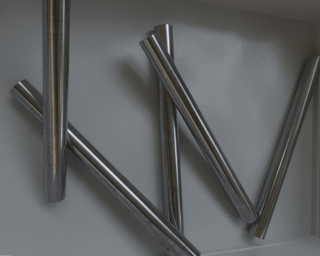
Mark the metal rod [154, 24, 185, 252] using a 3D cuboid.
[{"bbox_3d":[0.013,0.014,0.416,0.025,0.025,0.298,-4,91,-20],"label":"metal rod"}]

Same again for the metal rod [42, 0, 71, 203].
[{"bbox_3d":[-0.104,-0.054,0.308,0.025,0.025,0.298,0,115,-20],"label":"metal rod"}]

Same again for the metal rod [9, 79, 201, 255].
[{"bbox_3d":[-0.059,0.060,0.374,0.300,0.025,0.025,47,75,-9],"label":"metal rod"}]

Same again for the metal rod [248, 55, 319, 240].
[{"bbox_3d":[0.199,0.025,0.486,0.025,0.025,0.299,24,82,-19],"label":"metal rod"}]

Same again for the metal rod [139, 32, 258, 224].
[{"bbox_3d":[0.060,0.013,0.416,0.025,0.025,0.299,-37,109,-16],"label":"metal rod"}]
